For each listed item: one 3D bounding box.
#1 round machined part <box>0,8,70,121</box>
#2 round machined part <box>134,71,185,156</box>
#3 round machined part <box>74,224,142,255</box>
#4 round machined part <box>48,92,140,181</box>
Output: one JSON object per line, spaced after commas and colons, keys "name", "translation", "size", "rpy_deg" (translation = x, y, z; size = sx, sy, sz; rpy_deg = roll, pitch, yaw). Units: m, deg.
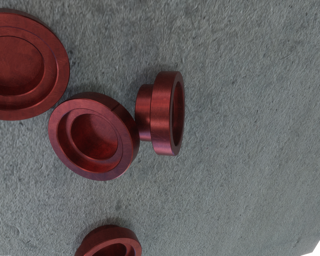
{"name": "round machined part", "translation": [-0.137, -0.059, 0.284], "size": [0.099, 0.042, 0.097], "rpy_deg": [-14, 124, -21]}
{"name": "round machined part", "translation": [0.001, -0.017, 0.362], "size": [0.042, 0.098, 0.097], "rpy_deg": [3, 125, 13]}
{"name": "round machined part", "translation": [-0.081, 0.185, 0.466], "size": [0.099, 0.042, 0.097], "rpy_deg": [-14, 124, -21]}
{"name": "round machined part", "translation": [-0.068, 0.006, 0.341], "size": [0.098, 0.042, 0.097], "rpy_deg": [7, 117, 15]}
